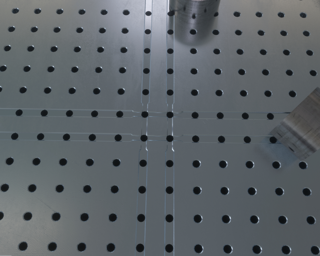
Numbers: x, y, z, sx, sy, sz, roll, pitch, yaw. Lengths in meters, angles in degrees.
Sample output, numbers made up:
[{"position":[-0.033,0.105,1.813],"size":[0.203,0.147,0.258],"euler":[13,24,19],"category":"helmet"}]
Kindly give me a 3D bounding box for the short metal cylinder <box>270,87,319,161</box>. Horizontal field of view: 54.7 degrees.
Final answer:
[{"position":[0.185,-0.005,0.386],"size":[0.080,0.080,0.050],"euler":[-41,75,-13],"category":"short metal cylinder"}]

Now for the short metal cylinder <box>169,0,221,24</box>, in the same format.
[{"position":[0.055,-0.209,0.475],"size":[0.081,0.050,0.080],"euler":[0,70,0],"category":"short metal cylinder"}]
